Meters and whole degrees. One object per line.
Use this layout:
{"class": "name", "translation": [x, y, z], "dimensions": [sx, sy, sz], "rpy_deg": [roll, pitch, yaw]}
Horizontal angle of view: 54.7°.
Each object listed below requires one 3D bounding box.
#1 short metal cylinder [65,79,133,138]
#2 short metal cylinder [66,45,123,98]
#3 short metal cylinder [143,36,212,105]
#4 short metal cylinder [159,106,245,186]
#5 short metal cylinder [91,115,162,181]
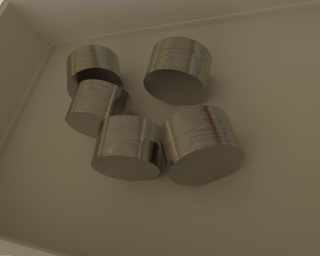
{"class": "short metal cylinder", "translation": [-0.083, -0.023, 0.426], "dimensions": [0.080, 0.080, 0.050], "rpy_deg": [-2, 61, 27]}
{"class": "short metal cylinder", "translation": [-0.099, -0.078, 0.468], "dimensions": [0.080, 0.080, 0.050], "rpy_deg": [-23, 53, 14]}
{"class": "short metal cylinder", "translation": [0.024, -0.071, 0.401], "dimensions": [0.080, 0.080, 0.050], "rpy_deg": [0, 62, 27]}
{"class": "short metal cylinder", "translation": [0.043, 0.021, 0.334], "dimensions": [0.080, 0.080, 0.050], "rpy_deg": [-24, 53, 13]}
{"class": "short metal cylinder", "translation": [-0.038, 0.026, 0.373], "dimensions": [0.080, 0.080, 0.050], "rpy_deg": [-8, 58, 24]}
